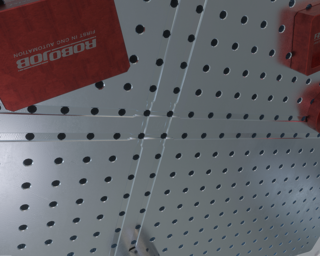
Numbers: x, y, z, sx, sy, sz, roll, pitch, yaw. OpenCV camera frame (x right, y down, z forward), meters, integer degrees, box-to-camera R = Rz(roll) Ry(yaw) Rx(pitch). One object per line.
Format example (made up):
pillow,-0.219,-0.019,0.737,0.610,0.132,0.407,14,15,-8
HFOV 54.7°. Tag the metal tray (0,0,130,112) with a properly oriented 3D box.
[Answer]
metal tray,-0.103,-0.080,0.302,0.131,0.030,0.089,-23,127,-15

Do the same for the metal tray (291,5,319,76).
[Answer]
metal tray,0.260,-0.142,0.462,0.131,0.030,0.089,-23,127,-15

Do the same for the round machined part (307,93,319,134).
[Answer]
round machined part,0.319,-0.030,0.557,0.099,0.042,0.097,-14,124,-21

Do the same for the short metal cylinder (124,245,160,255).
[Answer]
short metal cylinder,-0.030,0.252,0.535,0.081,0.050,0.079,-14,124,-21
